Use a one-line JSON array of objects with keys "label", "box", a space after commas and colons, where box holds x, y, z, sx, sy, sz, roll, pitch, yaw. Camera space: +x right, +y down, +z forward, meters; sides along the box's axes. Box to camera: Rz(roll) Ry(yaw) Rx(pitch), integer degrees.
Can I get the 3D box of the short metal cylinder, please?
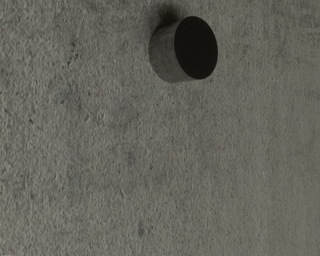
[{"label": "short metal cylinder", "box": [0.032, -0.102, 0.414, 0.081, 0.050, 0.080, 0, 90, -40]}]
